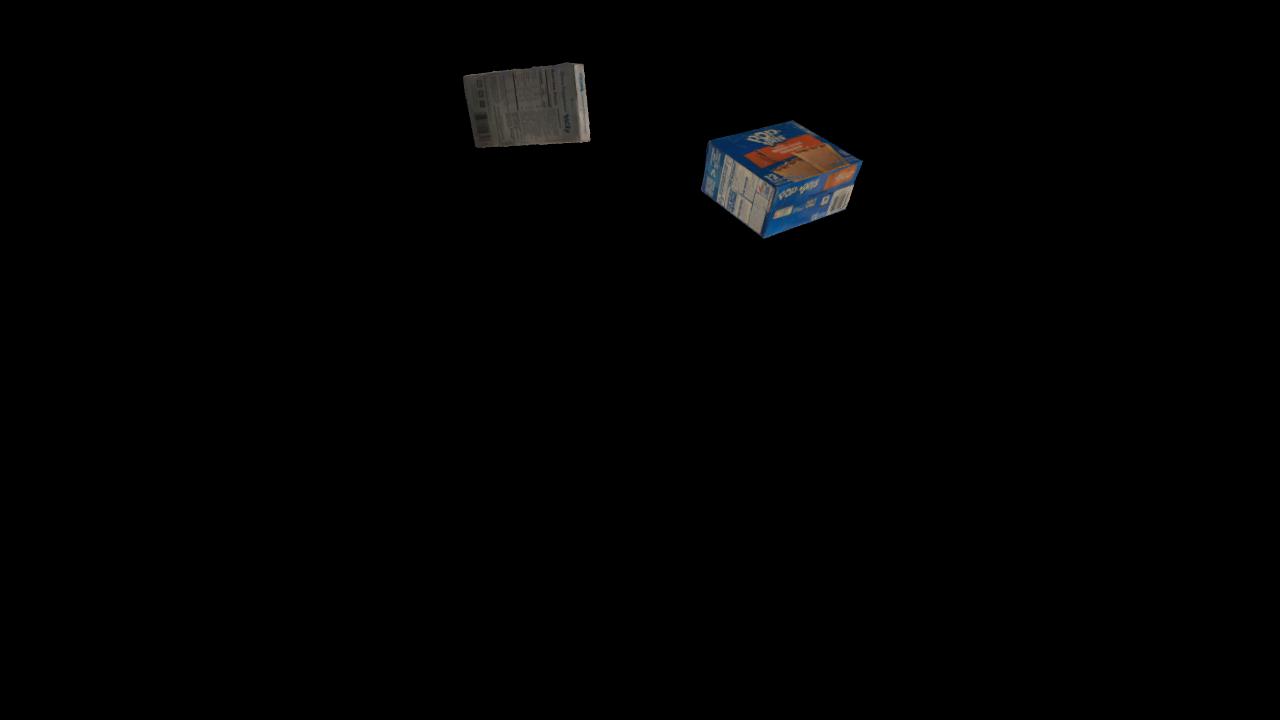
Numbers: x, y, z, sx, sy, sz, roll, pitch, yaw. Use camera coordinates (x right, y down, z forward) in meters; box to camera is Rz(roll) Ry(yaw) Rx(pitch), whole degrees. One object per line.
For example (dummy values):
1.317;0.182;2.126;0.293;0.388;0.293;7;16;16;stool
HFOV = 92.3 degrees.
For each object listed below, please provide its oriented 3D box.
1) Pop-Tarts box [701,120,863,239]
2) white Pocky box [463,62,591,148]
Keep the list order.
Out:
0.197;-0.260;0.870;0.167;0.083;0.141;-22;52;-27;Pop-Tarts box
-0.133;-0.294;0.718;0.154;0.084;0.028;6;25;25;white Pocky box
